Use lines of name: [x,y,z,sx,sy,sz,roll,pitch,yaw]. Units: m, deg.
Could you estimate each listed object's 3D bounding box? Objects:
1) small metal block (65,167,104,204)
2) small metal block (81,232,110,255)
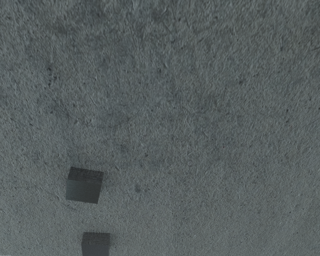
small metal block: [-0.118,0.090,0.483,0.050,0.025,0.050,11,129,-9]
small metal block: [-0.123,0.227,0.600,0.050,0.025,0.050,4,130,-4]
